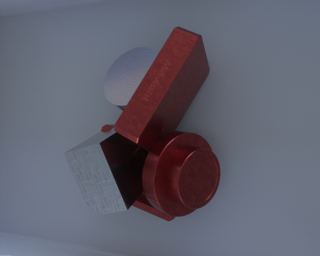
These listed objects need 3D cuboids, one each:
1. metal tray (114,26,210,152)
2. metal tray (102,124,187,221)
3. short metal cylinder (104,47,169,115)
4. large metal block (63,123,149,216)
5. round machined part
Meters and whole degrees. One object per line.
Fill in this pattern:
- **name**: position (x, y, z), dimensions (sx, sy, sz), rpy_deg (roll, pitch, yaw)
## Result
- **metal tray**: position (0.008, -0.036, 0.354), dimensions (0.030, 0.090, 0.130), rpy_deg (28, 84, 20)
- **metal tray**: position (-0.026, 0.056, 0.413), dimensions (0.130, 0.030, 0.089), rpy_deg (18, 96, 19)
- **short metal cylinder**: position (-0.023, -0.053, 0.387), dimensions (0.080, 0.050, 0.080), rpy_deg (-13, 61, 26)
- **large metal block**: position (-0.057, 0.047, 0.374), dimensions (0.050, 0.080, 0.080), rpy_deg (-16, 101, 25)
- **round machined part**: position (0.031, 0.054, 0.355), dimensions (0.042, 0.099, 0.097), rpy_deg (8, 93, 50)
